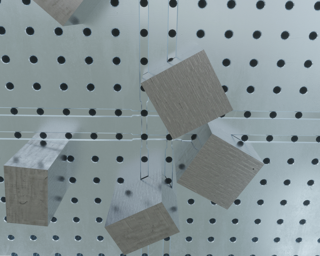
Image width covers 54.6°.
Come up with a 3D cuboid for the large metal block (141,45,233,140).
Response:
[{"bbox_3d":[0.032,-0.045,0.384,0.080,0.050,0.080,-27,108,9],"label":"large metal block"}]

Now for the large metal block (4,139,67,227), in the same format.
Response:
[{"bbox_3d":[-0.160,0.069,0.408,0.050,0.080,0.079,7,110,-2],"label":"large metal block"}]

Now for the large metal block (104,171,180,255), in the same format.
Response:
[{"bbox_3d":[-0.022,0.113,0.426,0.080,0.080,0.050,-26,108,9],"label":"large metal block"}]

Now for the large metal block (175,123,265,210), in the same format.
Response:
[{"bbox_3d":[0.077,0.049,0.419,0.080,0.050,0.080,30,107,-11],"label":"large metal block"}]

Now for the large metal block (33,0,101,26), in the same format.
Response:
[{"bbox_3d":[-0.087,-0.157,0.326,0.050,0.080,0.080,41,105,-14],"label":"large metal block"}]
